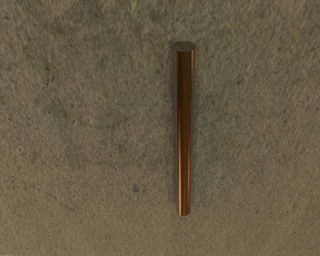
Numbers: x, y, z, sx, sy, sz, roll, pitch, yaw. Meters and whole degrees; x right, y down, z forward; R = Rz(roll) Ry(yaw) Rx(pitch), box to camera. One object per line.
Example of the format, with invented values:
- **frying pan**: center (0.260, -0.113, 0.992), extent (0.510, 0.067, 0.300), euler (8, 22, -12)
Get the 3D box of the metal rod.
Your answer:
- **metal rod**: center (0.033, 0.026, 0.429), extent (0.025, 0.025, 0.298), euler (-2, 130, 1)
